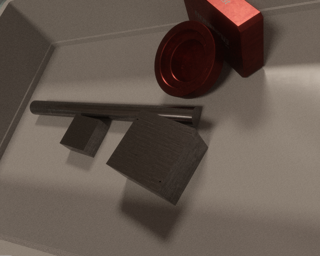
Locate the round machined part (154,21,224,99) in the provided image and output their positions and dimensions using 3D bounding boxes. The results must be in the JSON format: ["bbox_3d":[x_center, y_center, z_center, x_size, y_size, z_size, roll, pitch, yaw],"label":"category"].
[{"bbox_3d":[0.042,-0.086,0.408,0.098,0.042,0.097,-5,82,42],"label":"round machined part"}]

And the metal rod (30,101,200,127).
[{"bbox_3d":[-0.085,-0.025,0.463,0.300,0.025,0.025,5,64,30],"label":"metal rod"}]

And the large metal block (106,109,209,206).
[{"bbox_3d":[-0.002,0.033,0.370,0.080,0.050,0.080,22,73,35],"label":"large metal block"}]

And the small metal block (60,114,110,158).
[{"bbox_3d":[-0.111,0.011,0.455,0.050,0.025,0.050,12,68,33],"label":"small metal block"}]

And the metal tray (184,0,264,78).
[{"bbox_3d":[0.078,-0.135,0.395,0.030,0.090,0.130,-34,57,-1],"label":"metal tray"}]
